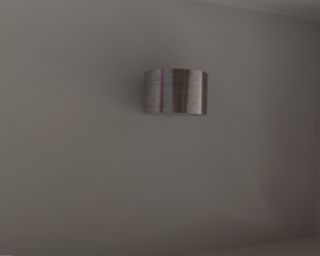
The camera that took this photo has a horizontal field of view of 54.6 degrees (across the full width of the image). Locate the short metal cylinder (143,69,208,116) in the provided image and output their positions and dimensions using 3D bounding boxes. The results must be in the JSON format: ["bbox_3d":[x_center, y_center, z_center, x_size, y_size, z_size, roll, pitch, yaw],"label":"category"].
[{"bbox_3d":[0.020,-0.042,0.388,0.081,0.080,0.050,2,90,-20],"label":"short metal cylinder"}]
